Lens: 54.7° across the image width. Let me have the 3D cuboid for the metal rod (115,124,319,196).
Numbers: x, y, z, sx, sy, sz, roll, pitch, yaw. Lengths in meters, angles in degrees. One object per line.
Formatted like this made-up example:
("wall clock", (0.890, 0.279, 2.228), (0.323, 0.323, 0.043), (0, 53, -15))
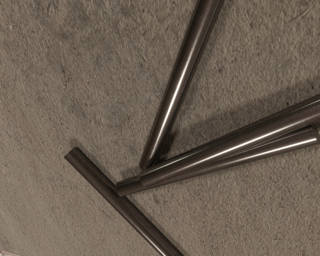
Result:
("metal rod", (0.051, 0.051, 0.410), (0.299, 0.025, 0.025), (-22, 107, 36))

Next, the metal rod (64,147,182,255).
("metal rod", (-0.046, 0.148, 0.520), (0.300, 0.025, 0.025), (47, 129, -5))

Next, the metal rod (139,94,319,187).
("metal rod", (0.093, 0.012, 0.349), (0.299, 0.025, 0.025), (-27, 104, 32))

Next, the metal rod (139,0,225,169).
("metal rod", (0.024, -0.056, 0.358), (0.025, 0.025, 0.298), (28, 128, 10))
